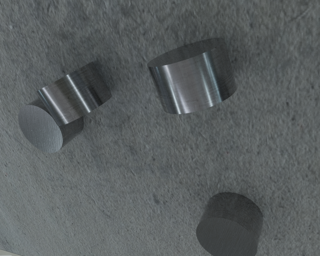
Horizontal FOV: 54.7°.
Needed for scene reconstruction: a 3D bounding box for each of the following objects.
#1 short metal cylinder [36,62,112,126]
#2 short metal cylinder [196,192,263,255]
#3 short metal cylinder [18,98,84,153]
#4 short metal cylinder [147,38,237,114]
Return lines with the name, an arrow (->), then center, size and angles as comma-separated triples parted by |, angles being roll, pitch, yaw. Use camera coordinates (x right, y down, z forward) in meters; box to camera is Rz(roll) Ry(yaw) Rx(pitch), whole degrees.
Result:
short metal cylinder -> -0.109, -0.045, 0.400 | 0.080, 0.080, 0.050 | -17, 110, 34
short metal cylinder -> 0.096, 0.135, 0.423 | 0.080, 0.050, 0.079 | 13, 124, 20
short metal cylinder -> -0.164, -0.009, 0.469 | 0.080, 0.050, 0.079 | 13, 124, 20
short metal cylinder -> 0.033, -0.055, 0.319 | 0.080, 0.080, 0.050 | -7, 115, 31
